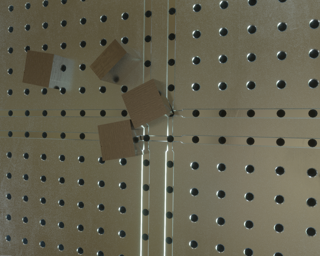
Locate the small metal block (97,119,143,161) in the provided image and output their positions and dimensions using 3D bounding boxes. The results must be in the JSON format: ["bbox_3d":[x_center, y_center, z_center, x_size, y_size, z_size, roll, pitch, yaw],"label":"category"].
[{"bbox_3d":[-0.055,0.017,0.433,0.050,0.025,0.050,-10,87,19],"label":"small metal block"}]

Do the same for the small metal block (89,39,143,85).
[{"bbox_3d":[-0.058,-0.088,0.420,0.050,0.050,0.025,-43,77,15],"label":"small metal block"}]

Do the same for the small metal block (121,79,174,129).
[{"bbox_3d":[-0.017,-0.032,0.419,0.050,0.025,0.050,-25,82,18],"label":"small metal block"}]

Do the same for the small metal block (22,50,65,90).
[{"bbox_3d":[-0.179,-0.089,0.477,0.050,0.025,0.050,12,94,19],"label":"small metal block"}]
